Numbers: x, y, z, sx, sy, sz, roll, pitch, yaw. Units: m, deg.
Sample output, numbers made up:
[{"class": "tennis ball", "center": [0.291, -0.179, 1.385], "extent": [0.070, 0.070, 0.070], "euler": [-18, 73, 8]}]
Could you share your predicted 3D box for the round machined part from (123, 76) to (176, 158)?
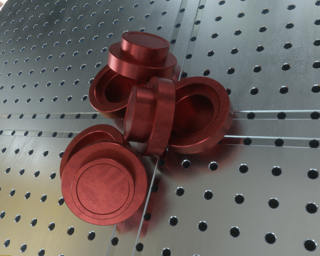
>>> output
[{"class": "round machined part", "center": [-0.017, -0.015, 0.378], "extent": [0.042, 0.098, 0.098], "euler": [10, 58, -14]}]

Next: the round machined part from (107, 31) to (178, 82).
[{"class": "round machined part", "center": [-0.023, -0.106, 0.440], "extent": [0.099, 0.042, 0.098], "euler": [10, 32, -6]}]

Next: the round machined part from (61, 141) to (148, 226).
[{"class": "round machined part", "center": [-0.063, 0.065, 0.355], "extent": [0.099, 0.042, 0.097], "euler": [0, 94, -5]}]

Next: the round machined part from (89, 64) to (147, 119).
[{"class": "round machined part", "center": [-0.052, -0.055, 0.458], "extent": [0.098, 0.042, 0.098], "euler": [-13, 56, 21]}]

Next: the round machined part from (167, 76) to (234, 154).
[{"class": "round machined part", "center": [0.042, -0.012, 0.383], "extent": [0.098, 0.042, 0.098], "euler": [-13, 56, 21]}]

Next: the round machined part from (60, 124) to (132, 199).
[{"class": "round machined part", "center": [-0.080, 0.047, 0.411], "extent": [0.098, 0.042, 0.098], "euler": [-13, 56, 21]}]
